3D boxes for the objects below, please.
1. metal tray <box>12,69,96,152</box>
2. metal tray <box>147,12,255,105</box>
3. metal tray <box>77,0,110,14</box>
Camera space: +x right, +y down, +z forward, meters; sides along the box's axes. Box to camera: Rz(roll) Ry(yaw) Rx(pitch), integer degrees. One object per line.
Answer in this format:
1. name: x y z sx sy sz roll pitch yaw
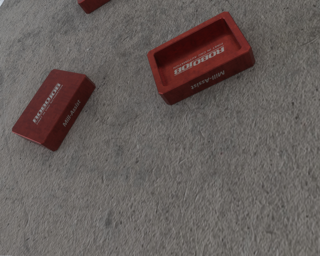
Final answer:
1. metal tray: -0.175 -0.033 0.513 0.090 0.030 0.130 15 69 34
2. metal tray: 0.053 -0.098 0.432 0.130 0.030 0.090 -25 53 12
3. metal tray: -0.113 -0.304 0.646 0.130 0.030 0.090 -28 52 10
